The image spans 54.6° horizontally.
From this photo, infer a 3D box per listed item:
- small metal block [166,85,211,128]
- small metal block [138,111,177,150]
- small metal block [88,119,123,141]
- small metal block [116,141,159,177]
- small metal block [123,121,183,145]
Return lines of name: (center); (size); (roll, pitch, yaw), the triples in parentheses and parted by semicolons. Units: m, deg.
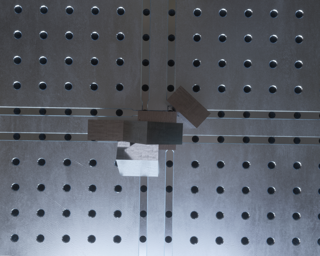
small metal block: (0.035, -0.026, 0.401); (0.050, 0.050, 0.025); (43, 90, 0)
small metal block: (-0.004, 0.003, 0.413); (0.050, 0.025, 0.050); (2, 90, -1)
small metal block: (-0.062, 0.002, 0.400); (0.050, 0.050, 0.025); (2, 91, 1)
small metal block: (-0.027, 0.041, 0.398); (0.050, 0.050, 0.025); (1, 59, 0)
small metal block: (-0.009, 0.005, 0.366); (0.050, 0.050, 0.025); (2, 91, -37)
